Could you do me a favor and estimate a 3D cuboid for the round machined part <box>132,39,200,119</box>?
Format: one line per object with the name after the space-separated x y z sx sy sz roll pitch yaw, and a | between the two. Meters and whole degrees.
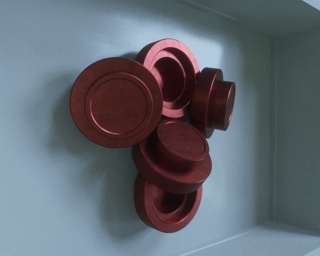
0.004 -0.060 0.395 0.099 0.042 0.097 0 90 -40 | round machined part

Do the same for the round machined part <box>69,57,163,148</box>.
-0.045 -0.025 0.328 0.099 0.042 0.097 -3 102 -12 | round machined part

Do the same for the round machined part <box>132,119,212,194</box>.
0.020 0.027 0.372 0.099 0.098 0.042 -9 140 -40 | round machined part

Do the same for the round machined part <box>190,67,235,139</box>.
0.077 -0.033 0.428 0.098 0.042 0.097 10 91 -71 | round machined part

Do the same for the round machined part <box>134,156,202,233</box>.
0.006 0.080 0.398 0.099 0.042 0.097 0 90 -40 | round machined part
